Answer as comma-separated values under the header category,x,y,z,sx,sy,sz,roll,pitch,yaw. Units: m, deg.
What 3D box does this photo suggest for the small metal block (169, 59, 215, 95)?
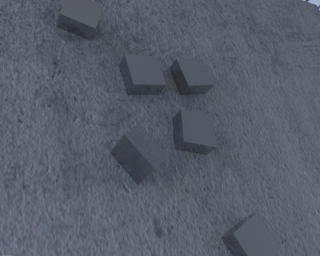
category,x,y,z,sx,sy,sz,roll,pitch,yaw
small metal block,0.049,-0.080,0.481,0.050,0.025,0.050,-7,65,-32

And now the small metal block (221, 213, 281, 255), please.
category,x,y,z,sx,sy,sz,roll,pitch,yaw
small metal block,0.112,0.141,0.380,0.050,0.025,0.050,-23,75,-37

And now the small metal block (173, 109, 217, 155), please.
category,x,y,z,sx,sy,sz,roll,pitch,yaw
small metal block,0.047,0.006,0.427,0.050,0.025,0.050,12,57,-22

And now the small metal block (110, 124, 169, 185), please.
category,x,y,z,sx,sy,sz,roll,pitch,yaw
small metal block,-0.025,0.031,0.357,0.050,0.050,0.025,48,51,5

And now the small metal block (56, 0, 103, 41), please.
category,x,y,z,sx,sy,sz,roll,pitch,yaw
small metal block,-0.113,-0.159,0.441,0.050,0.025,0.050,19,54,-18

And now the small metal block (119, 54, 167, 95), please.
category,x,y,z,sx,sy,sz,roll,pitch,yaw
small metal block,-0.025,-0.075,0.437,0.050,0.025,0.050,-4,64,-30
